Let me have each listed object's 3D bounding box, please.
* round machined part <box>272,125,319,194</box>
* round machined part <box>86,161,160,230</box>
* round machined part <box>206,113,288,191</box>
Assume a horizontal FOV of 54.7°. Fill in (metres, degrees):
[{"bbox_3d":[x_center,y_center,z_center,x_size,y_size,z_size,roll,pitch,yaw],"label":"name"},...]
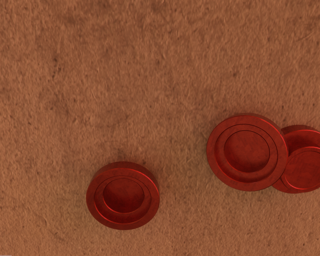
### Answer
[{"bbox_3d":[0.191,0.048,0.421,0.099,0.042,0.097,0,110,-1],"label":"round machined part"},{"bbox_3d":[-0.050,0.090,0.433,0.099,0.042,0.097,0,110,-1],"label":"round machined part"},{"bbox_3d":[0.113,0.028,0.399,0.098,0.042,0.097,6,104,24],"label":"round machined part"}]
